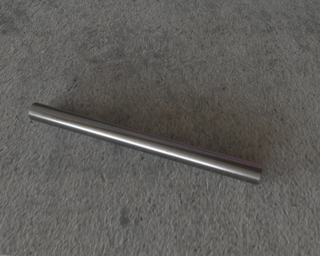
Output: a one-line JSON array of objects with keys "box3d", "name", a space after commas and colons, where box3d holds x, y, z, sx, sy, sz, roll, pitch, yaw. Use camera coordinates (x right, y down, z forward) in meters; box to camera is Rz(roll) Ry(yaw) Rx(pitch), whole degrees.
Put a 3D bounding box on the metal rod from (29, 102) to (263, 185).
[{"box3d": [-0.027, 0.016, 0.389, 0.301, 0.025, 0.025, 15, 52, 12], "name": "metal rod"}]
